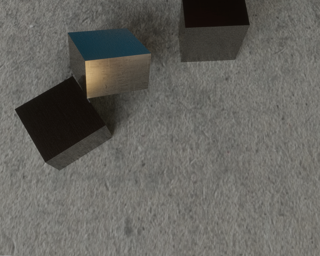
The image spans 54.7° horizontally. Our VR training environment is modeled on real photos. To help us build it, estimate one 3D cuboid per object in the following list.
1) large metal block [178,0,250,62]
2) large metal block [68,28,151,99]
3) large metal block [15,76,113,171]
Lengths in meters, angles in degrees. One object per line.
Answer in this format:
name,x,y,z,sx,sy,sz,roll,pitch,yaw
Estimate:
large metal block,0.070,-0.136,0.429,0.081,0.080,0.050,-3,70,-2
large metal block,-0.067,-0.086,0.399,0.081,0.050,0.080,-13,43,-24
large metal block,-0.120,-0.005,0.394,0.080,0.050,0.080,-33,74,-10
